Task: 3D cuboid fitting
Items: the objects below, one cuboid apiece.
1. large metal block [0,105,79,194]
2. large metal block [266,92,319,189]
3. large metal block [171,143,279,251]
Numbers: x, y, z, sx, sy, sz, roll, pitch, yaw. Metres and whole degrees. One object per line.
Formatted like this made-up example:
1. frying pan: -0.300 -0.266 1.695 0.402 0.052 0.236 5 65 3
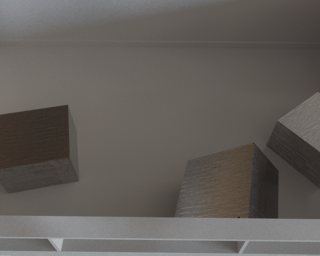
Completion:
1. large metal block: -0.144 0.024 0.368 0.081 0.050 0.080 -9 51 -8
2. large metal block: 0.195 0.013 0.379 0.081 0.050 0.080 -31 57 -23
3. large metal block: 0.066 0.070 0.304 0.080 0.050 0.080 -21 37 39
